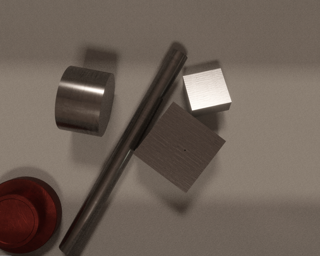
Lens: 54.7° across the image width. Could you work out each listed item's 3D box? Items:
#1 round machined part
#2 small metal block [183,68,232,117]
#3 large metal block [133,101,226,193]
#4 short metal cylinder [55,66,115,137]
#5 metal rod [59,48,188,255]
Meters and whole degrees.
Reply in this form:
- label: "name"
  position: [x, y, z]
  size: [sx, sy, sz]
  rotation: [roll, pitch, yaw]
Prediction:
- label: "round machined part"
  position: [-0.183, 0.115, 0.401]
  size: [0.099, 0.042, 0.097]
  rotation: [0, 90, -1]
- label: "small metal block"
  position: [0.060, -0.045, 0.404]
  size: [0.050, 0.025, 0.050]
  rotation: [-12, 69, -1]
- label: "large metal block"
  position: [0.024, 0.023, 0.399]
  size: [0.080, 0.050, 0.080]
  rotation: [37, 90, -1]
- label: "short metal cylinder"
  position: [-0.090, -0.033, 0.383]
  size: [0.050, 0.080, 0.080]
  rotation: [11, 90, 0]
- label: "metal rod"
  position: [-0.048, 0.031, 0.410]
  size: [0.025, 0.025, 0.299]
  rotation: [30, 90, -1]
